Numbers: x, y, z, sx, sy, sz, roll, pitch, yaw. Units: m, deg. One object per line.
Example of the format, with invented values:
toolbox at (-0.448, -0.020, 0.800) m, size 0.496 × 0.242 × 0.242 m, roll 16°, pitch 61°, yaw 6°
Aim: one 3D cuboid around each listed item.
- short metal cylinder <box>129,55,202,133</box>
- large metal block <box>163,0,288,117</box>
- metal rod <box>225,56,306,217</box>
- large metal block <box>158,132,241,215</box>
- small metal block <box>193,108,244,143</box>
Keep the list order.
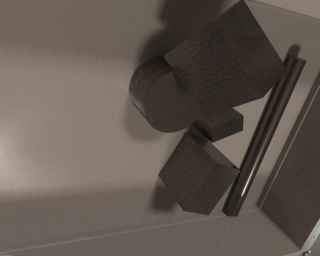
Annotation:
short metal cylinder at (0.009, -0.041, 0.374) m, size 0.081 × 0.050 × 0.079 m, roll -14°, pitch 125°, yaw -21°
large metal block at (0.063, -0.066, 0.312) m, size 0.050 × 0.080 × 0.080 m, roll -42°, pitch 102°, yaw -30°
metal rod at (0.170, 0.027, 0.521) m, size 0.025 × 0.025 × 0.298 m, roll 0°, pitch 118°, yaw -29°
large metal block at (0.053, 0.065, 0.444) m, size 0.050 × 0.080 × 0.080 m, roll 21°, pitch 107°, yaw -36°
small metal block at (0.080, -0.010, 0.432) m, size 0.050 × 0.050 × 0.025 m, roll -20°, pitch 127°, yaw -17°
